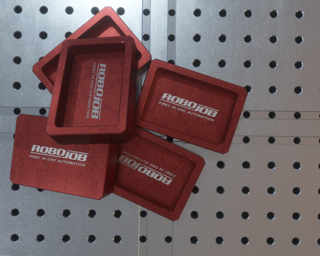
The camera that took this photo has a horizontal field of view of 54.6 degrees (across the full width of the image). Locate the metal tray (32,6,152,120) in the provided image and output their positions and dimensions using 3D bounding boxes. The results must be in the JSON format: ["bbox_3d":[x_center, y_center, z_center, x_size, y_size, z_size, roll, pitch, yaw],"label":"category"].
[{"bbox_3d":[-0.087,-0.083,0.409,0.130,0.030,0.090,-39,89,0],"label":"metal tray"}]

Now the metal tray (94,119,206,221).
[{"bbox_3d":[-0.018,0.053,0.410,0.130,0.030,0.090,25,90,0],"label":"metal tray"}]

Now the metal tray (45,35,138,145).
[{"bbox_3d":[-0.076,-0.047,0.368,0.090,0.030,0.130,-2,66,7],"label":"metal tray"}]

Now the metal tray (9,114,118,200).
[{"bbox_3d":[-0.121,0.034,0.393,0.130,0.030,0.090,7,91,14],"label":"metal tray"}]

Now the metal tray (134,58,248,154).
[{"bbox_3d":[0.038,-0.028,0.410,0.131,0.030,0.090,18,91,0],"label":"metal tray"}]
